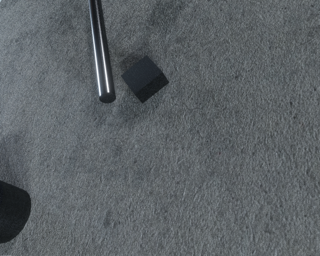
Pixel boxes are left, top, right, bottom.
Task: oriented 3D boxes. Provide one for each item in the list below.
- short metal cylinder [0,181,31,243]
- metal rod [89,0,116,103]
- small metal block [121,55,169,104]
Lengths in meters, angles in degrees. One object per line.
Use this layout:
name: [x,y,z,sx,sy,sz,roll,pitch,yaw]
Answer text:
short metal cylinder: [-0.232,0.116,0.435,0.080,0.050,0.080,-13,56,20]
metal rod: [-0.109,-0.164,0.559,0.025,0.025,0.299,-24,53,13]
small metal block: [-0.023,-0.073,0.459,0.050,0.025,0.050,-38,51,2]
